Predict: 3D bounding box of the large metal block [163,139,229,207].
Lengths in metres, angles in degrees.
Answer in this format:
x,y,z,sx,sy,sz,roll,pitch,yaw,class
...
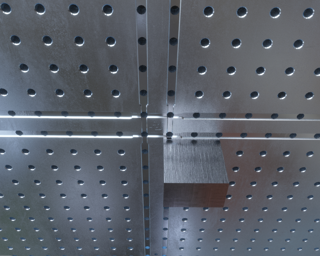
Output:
x,y,z,sx,sy,sz,roll,pitch,yaw,class
0.045,0.061,0.427,0.080,0.080,0.050,1,130,-1,large metal block
